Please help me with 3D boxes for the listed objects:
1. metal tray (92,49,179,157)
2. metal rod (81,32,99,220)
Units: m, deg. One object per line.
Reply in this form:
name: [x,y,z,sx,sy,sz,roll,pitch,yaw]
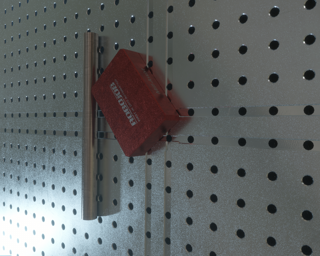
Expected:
metal tray: [-0.040,-0.036,0.439,0.090,0.030,0.130,-46,63,30]
metal rod: [-0.113,-0.002,0.503,0.025,0.025,0.298,1,91,40]
